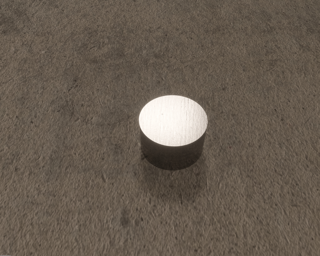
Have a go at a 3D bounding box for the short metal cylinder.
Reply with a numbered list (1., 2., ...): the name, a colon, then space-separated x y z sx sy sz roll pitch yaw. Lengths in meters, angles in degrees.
1. short metal cylinder: 0.016 0.005 0.383 0.081 0.050 0.080 0 50 0
